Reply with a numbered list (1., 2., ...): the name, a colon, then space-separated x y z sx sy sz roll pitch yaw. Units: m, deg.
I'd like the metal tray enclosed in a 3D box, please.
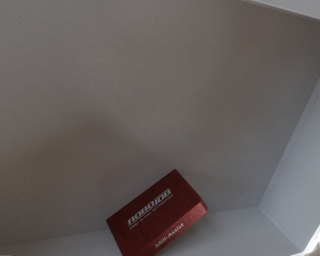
1. metal tray: -0.008 0.125 0.454 0.130 0.090 0.030 -38 130 -6
